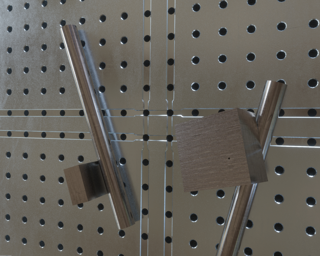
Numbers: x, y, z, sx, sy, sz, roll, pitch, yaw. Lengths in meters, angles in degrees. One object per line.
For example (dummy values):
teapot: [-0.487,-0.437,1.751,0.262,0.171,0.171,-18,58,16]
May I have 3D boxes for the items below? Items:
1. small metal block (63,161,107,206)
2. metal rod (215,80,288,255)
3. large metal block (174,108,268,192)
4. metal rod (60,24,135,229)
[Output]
small metal block: [-0.104,0.076,0.436,0.025,0.050,0.050,-18,84,19]
metal rod: [0.100,0.091,0.377,0.025,0.025,0.298,16,95,19]
large metal block: [0.069,0.028,0.358,0.080,0.050,0.080,-16,76,35]
metal rod: [-0.091,-0.006,0.444,0.025,0.025,0.299,-20,84,19]
